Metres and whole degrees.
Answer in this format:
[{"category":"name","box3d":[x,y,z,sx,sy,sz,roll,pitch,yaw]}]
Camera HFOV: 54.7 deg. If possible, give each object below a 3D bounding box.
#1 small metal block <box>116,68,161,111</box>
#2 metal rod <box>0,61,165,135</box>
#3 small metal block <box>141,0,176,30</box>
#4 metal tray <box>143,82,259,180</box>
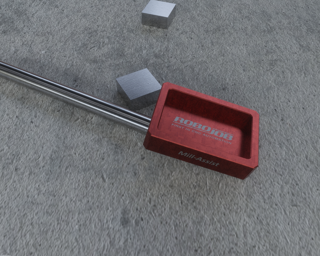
[{"category":"small metal block","box3d":[-0.030,-0.056,0.450,0.050,0.025,0.050,-23,54,-19]},{"category":"metal rod","box3d":[-0.128,-0.046,0.439,0.301,0.025,0.025,21,53,16]},{"category":"small metal block","box3d":[-0.002,-0.214,0.583,0.050,0.025,0.050,15,51,12]},{"category":"metal tray","box3d":[0.054,0.001,0.380,0.131,0.030,0.090,18,51,-3]}]
